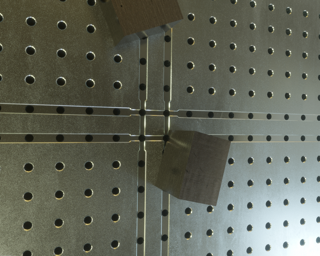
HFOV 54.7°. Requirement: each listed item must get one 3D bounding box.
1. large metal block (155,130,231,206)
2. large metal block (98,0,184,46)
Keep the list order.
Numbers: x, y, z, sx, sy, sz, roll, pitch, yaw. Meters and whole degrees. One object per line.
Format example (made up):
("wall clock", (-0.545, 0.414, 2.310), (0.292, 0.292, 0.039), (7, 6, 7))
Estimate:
("large metal block", (0.040, 0.048, 0.399), (0.050, 0.080, 0.080), (16, 85, -20))
("large metal block", (-0.028, -0.158, 0.389), (0.081, 0.050, 0.080), (-23, 98, -19))
